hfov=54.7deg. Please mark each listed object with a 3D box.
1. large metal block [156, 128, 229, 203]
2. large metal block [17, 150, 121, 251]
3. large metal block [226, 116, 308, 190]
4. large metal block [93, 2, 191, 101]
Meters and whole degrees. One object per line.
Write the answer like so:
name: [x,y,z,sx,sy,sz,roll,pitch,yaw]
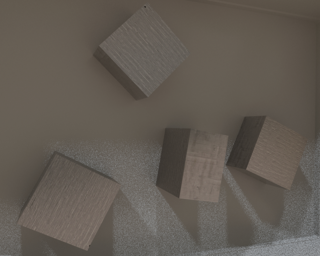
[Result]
large metal block: [0.038,0.044,0.395,0.050,0.080,0.080,11,87,-20]
large metal block: [-0.104,0.081,0.359,0.080,0.050,0.080,30,80,-18]
large metal block: [0.156,0.035,0.455,0.080,0.050,0.080,26,82,-18]
large metal block: [-0.023,-0.093,0.388,0.080,0.050,0.080,46,76,-14]
